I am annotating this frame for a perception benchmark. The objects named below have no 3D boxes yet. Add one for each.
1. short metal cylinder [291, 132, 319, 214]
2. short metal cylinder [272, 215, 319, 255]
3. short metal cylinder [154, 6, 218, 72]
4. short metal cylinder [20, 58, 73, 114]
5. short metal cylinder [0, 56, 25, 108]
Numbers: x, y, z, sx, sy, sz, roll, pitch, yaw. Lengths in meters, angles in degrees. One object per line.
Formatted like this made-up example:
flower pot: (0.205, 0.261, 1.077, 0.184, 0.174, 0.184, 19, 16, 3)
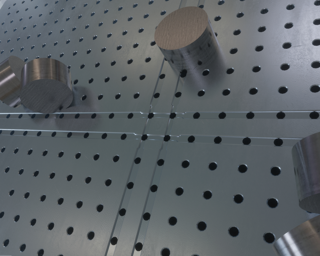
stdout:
short metal cylinder: (0.159, 0.040, 0.265, 0.080, 0.080, 0.050, -9, 58, 23)
short metal cylinder: (0.137, 0.101, 0.239, 0.080, 0.080, 0.050, -30, 52, 9)
short metal cylinder: (0.039, -0.128, 0.451, 0.080, 0.050, 0.080, -13, 56, 21)
short metal cylinder: (-0.188, -0.069, 0.514, 0.080, 0.080, 0.050, -26, 53, 12)
short metal cylinder: (-0.263, -0.084, 0.563, 0.050, 0.080, 0.080, -32, 52, 8)
